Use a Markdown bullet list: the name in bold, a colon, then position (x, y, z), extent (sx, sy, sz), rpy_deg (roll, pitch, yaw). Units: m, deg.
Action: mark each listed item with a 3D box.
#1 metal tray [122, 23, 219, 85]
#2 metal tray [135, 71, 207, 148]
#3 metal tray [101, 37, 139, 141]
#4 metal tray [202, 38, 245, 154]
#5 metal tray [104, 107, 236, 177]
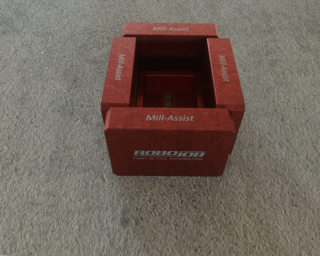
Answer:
- **metal tray**: position (0.014, -0.105, 0.450), extent (0.131, 0.089, 0.030), rpy_deg (1, 50, 0)
- **metal tray**: position (0.014, -0.024, 0.422), extent (0.091, 0.030, 0.130), rpy_deg (1, 50, 0)
- **metal tray**: position (-0.047, -0.044, 0.398), extent (0.030, 0.089, 0.130), rpy_deg (1, 50, 0)
- **metal tray**: position (0.075, -0.042, 0.398), extent (0.030, 0.089, 0.130), rpy_deg (1, 50, 0)
- **metal tray**: position (0.010, 0.018, 0.346), extent (0.131, 0.089, 0.030), rpy_deg (1, 50, 0)
